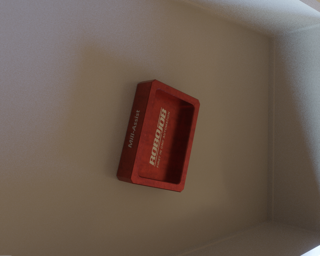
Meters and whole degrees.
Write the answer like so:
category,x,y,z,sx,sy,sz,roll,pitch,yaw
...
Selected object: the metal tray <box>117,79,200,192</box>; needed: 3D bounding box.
category,x,y,z,sx,sy,sz,roll,pitch,yaw
metal tray,0.002,0.012,0.406,0.091,0.030,0.129,20,78,-39
